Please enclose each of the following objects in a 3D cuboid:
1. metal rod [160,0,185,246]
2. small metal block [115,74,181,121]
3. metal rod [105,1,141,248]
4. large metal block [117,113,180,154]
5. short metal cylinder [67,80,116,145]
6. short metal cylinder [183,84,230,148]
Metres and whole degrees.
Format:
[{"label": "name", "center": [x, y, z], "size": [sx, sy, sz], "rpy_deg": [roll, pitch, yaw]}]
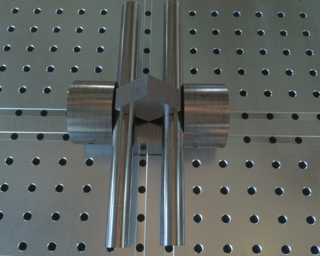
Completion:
[{"label": "metal rod", "center": [0.015, -0.022, 0.363], "size": [0.025, 0.025, 0.299], "rpy_deg": [1, 70, 0]}, {"label": "small metal block", "center": [-0.013, -0.031, 0.339], "size": [0.050, 0.050, 0.025], "rpy_deg": [-17, 64, 41]}, {"label": "metal rod", "center": [-0.040, -0.020, 0.362], "size": [0.025, 0.025, 0.299], "rpy_deg": [1, 70, 0]}, {"label": "large metal block", "center": [-0.013, -0.012, 0.398], "size": [0.081, 0.050, 0.080], "rpy_deg": [1, 70, 0]}, {"label": "short metal cylinder", "center": [-0.079, -0.019, 0.385], "size": [0.050, 0.080, 0.080], "rpy_deg": [1, 70, 0]}, {"label": "short metal cylinder", "center": [0.053, -0.015, 0.384], "size": [0.050, 0.080, 0.080], "rpy_deg": [0, 70, 1]}]
